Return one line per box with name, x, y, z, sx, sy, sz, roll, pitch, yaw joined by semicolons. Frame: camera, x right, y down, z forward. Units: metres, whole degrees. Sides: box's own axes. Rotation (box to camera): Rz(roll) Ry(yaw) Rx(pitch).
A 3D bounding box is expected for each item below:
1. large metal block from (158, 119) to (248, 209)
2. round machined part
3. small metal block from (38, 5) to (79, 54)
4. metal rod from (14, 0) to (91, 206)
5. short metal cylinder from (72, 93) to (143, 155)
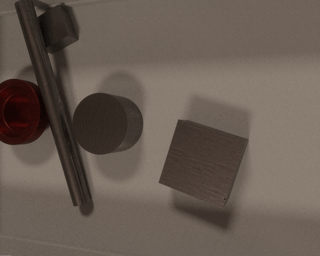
large metal block;0.054;0.040;0.378;0.080;0.050;0.080;19;96;18
round machined part;-0.209;-0.024;0.473;0.098;0.042;0.097;0;90;19
small metal block;-0.157;-0.147;0.464;0.050;0.025;0.050;-22;83;18
metal rod;-0.154;-0.034;0.446;0.025;0.025;0.298;-16;91;19
short metal cylinder;-0.070;-0.006;0.421;0.080;0.050;0.079;0;90;19
